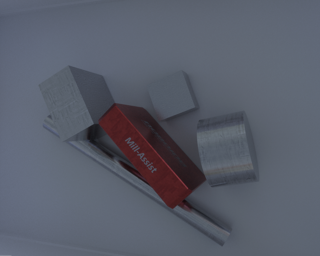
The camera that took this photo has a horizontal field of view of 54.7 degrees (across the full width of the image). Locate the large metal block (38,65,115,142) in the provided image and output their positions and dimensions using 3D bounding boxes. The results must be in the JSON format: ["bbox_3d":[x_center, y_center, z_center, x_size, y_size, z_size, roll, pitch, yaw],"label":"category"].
[{"bbox_3d":[-0.102,-0.030,0.414,0.050,0.080,0.080,-28,81,18],"label":"large metal block"}]

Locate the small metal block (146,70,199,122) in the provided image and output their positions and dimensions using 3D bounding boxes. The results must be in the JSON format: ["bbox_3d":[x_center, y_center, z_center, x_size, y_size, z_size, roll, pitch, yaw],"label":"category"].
[{"bbox_3d":[0.017,-0.040,0.401,0.050,0.025,0.050,-21,83,18],"label":"small metal block"}]

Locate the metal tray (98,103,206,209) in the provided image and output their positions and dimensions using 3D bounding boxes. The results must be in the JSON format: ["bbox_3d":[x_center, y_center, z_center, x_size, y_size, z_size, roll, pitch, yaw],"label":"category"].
[{"bbox_3d":[-0.006,0.029,0.375,0.030,0.090,0.130,-45,77,14],"label":"metal tray"}]

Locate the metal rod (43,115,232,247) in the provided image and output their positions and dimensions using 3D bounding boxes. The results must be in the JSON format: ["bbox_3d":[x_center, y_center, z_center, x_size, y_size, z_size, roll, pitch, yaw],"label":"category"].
[{"bbox_3d":[-0.042,0.062,0.423,0.301,0.025,0.025,30,100,17],"label":"metal rod"}]

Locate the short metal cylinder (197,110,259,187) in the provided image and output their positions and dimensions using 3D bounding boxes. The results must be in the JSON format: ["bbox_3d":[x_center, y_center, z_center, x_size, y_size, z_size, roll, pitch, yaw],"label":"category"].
[{"bbox_3d":[0.078,0.024,0.351,0.050,0.080,0.080,-12,86,20],"label":"short metal cylinder"}]
